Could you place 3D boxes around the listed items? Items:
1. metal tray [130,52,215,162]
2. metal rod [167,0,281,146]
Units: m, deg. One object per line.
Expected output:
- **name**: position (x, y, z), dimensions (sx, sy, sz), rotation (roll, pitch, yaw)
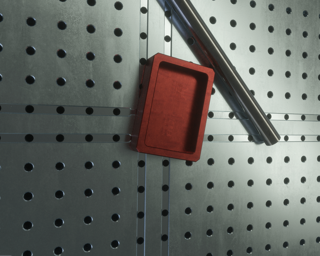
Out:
- **metal tray**: position (0.018, -0.025, 0.417), dimensions (0.091, 0.030, 0.129), rotation (12, 86, -20)
- **metal rod**: position (0.086, -0.096, 0.445), dimensions (0.025, 0.025, 0.300), rotation (-41, 103, -15)
